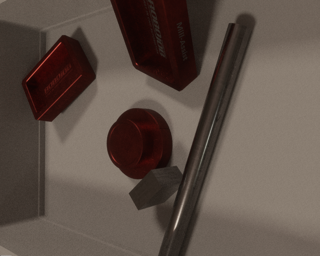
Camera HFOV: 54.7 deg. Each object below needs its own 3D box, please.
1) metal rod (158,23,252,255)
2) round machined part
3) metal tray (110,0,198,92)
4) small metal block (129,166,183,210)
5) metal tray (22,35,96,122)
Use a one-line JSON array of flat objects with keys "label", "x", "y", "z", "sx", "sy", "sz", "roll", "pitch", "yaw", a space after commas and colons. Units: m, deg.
[{"label": "metal rod", "x": 0.047, "y": 0.031, "z": 0.366, "sx": 0.025, "sy": 0.025, "sz": 0.298, "roll": 25, "pitch": 105, "yaw": 37}, {"label": "round machined part", "x": -0.035, "y": 0.021, "z": 0.422, "sx": 0.098, "sy": 0.042, "sz": 0.097, "roll": 0, "pitch": 90, "yaw": 39}, {"label": "metal tray", "x": -0.007, "y": -0.111, "z": 0.353, "sx": 0.090, "sy": 0.129, "sz": 0.030, "roll": 33, "pitch": 65, "yaw": 34}, {"label": "small metal block", "x": -0.002, "y": 0.075, "z": 0.391, "sx": 0.050, "sy": 0.050, "sz": 0.025, "roll": -49, "pitch": 61, "yaw": 29}, {"label": "metal tray", "x": -0.178, "y": -0.083, "z": 0.533, "sx": 0.130, "sy": 0.030, "sz": 0.090, "roll": -39, "pitch": 67, "yaw": 22}]
